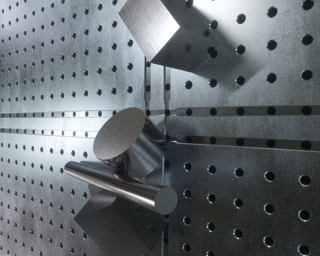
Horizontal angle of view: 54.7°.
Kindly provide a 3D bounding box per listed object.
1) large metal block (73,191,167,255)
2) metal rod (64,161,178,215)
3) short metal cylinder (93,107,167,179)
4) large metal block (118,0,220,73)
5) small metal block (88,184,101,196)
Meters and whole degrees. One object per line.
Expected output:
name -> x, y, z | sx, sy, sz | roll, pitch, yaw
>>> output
large metal block -> -0.052, 0.123, 0.411 | 0.080, 0.050, 0.080 | -28, 105, 36
metal rod -> -0.073, 0.068, 0.407 | 0.299, 0.025, 0.025 | -1, 89, 58
short metal cylinder -> -0.038, 0.020, 0.398 | 0.080, 0.050, 0.080 | -24, 40, 22
large metal block -> 0.011, -0.116, 0.363 | 0.050, 0.081, 0.080 | -44, 64, 31
small metal block -> -0.079, 0.100, 0.472 | 0.050, 0.025, 0.050 | -33, 70, 35
